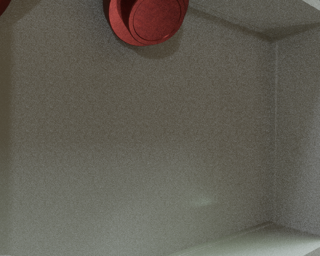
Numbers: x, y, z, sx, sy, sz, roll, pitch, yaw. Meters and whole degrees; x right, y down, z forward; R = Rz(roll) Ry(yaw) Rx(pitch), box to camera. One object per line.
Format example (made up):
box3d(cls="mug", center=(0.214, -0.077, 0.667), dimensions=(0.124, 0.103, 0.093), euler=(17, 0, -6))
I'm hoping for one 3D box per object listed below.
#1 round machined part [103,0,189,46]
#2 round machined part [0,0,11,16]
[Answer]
box3d(cls="round machined part", center=(-0.011, -0.134, 0.350), dimensions=(0.099, 0.042, 0.097), euler=(-18, 143, -14))
box3d(cls="round machined part", center=(-0.162, -0.123, 0.236), dimensions=(0.042, 0.098, 0.098), euler=(34, 63, 7))
